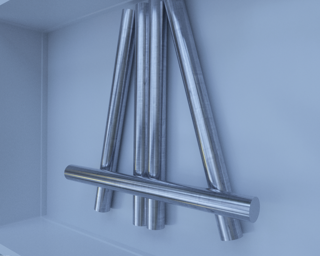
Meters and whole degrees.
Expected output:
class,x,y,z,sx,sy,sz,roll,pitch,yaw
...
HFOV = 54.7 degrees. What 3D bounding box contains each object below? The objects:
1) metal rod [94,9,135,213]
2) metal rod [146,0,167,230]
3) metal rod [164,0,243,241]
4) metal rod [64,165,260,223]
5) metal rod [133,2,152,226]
class,x,y,z,sx,sy,sz,roll,pitch,yaw
metal rod,-0.065,-0.020,0.460,0.025,0.025,0.298,16,100,39
metal rod,-0.004,-0.018,0.409,0.025,0.025,0.298,1,91,40
metal rod,0.048,-0.023,0.366,0.025,0.025,0.299,-20,77,38
metal rod,-0.025,0.074,0.392,0.300,0.025,0.025,2,91,40
metal rod,-0.023,-0.018,0.425,0.025,0.025,0.298,1,91,40
